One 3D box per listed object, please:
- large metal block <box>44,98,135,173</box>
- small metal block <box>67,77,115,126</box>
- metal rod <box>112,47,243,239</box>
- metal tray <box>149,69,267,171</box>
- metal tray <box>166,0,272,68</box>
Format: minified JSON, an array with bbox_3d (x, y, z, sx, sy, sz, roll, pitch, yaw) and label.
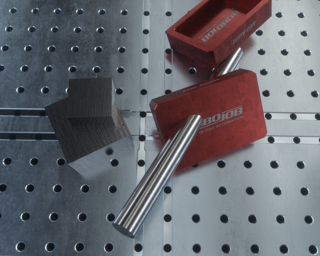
[{"bbox_3d":[-0.088,-0.001,0.398,0.080,0.050,0.080,-26,72,-9],"label":"large metal block"},{"bbox_3d":[-0.081,-0.031,0.369,0.050,0.025,0.050,-2,70,-2],"label":"small metal block"},{"bbox_3d":[0.038,-0.007,0.373,0.025,0.025,0.301,29,57,10],"label":"metal rod"},{"bbox_3d":[0.062,-0.011,0.387,0.131,0.030,0.089,-20,110,-8],"label":"metal tray"},{"bbox_3d":[0.085,-0.152,0.448,0.130,0.030,0.090,-43,53,-15],"label":"metal tray"}]
